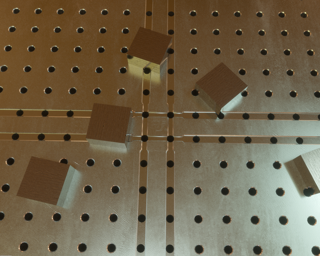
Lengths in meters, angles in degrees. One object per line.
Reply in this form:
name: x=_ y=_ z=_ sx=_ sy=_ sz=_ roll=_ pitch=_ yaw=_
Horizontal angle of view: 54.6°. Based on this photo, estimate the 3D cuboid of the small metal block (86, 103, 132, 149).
small metal block: x=-0.066 y=-0.003 z=0.412 sx=0.050 sy=0.025 sz=0.050 roll=7 pitch=70 yaw=2

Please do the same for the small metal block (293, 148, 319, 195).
small metal block: x=0.208 y=0.052 z=0.394 sx=0.050 sy=0.025 sz=0.050 roll=-19 pitch=71 yaw=-7

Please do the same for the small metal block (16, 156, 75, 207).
small metal block: x=-0.141 y=0.067 z=0.387 sx=0.050 sy=0.025 sz=0.050 roll=12 pitch=70 yaw=4

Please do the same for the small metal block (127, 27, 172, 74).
small metal block: x=-0.015 y=-0.114 z=0.453 sx=0.050 sy=0.025 sz=0.050 roll=20 pitch=71 yaw=7

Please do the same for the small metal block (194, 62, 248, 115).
small metal block: x=0.084 y=-0.055 z=0.432 sx=0.050 sy=0.025 sz=0.050 roll=-39 pitch=75 yaw=-13
